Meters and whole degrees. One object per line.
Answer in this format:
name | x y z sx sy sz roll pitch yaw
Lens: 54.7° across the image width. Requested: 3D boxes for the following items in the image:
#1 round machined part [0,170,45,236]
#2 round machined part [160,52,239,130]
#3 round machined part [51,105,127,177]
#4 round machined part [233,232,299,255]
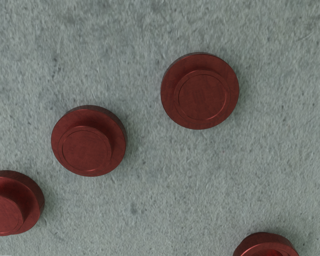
round machined part | -0.220 0.113 0.439 0.099 0.042 0.097 0 110 -1
round machined part | 0.050 -0.043 0.386 0.099 0.042 0.097 0 110 -1
round machined part | -0.094 0.022 0.408 0.099 0.042 0.097 0 110 -1
round machined part | 0.160 0.201 0.477 0.099 0.042 0.097 0 110 -1
